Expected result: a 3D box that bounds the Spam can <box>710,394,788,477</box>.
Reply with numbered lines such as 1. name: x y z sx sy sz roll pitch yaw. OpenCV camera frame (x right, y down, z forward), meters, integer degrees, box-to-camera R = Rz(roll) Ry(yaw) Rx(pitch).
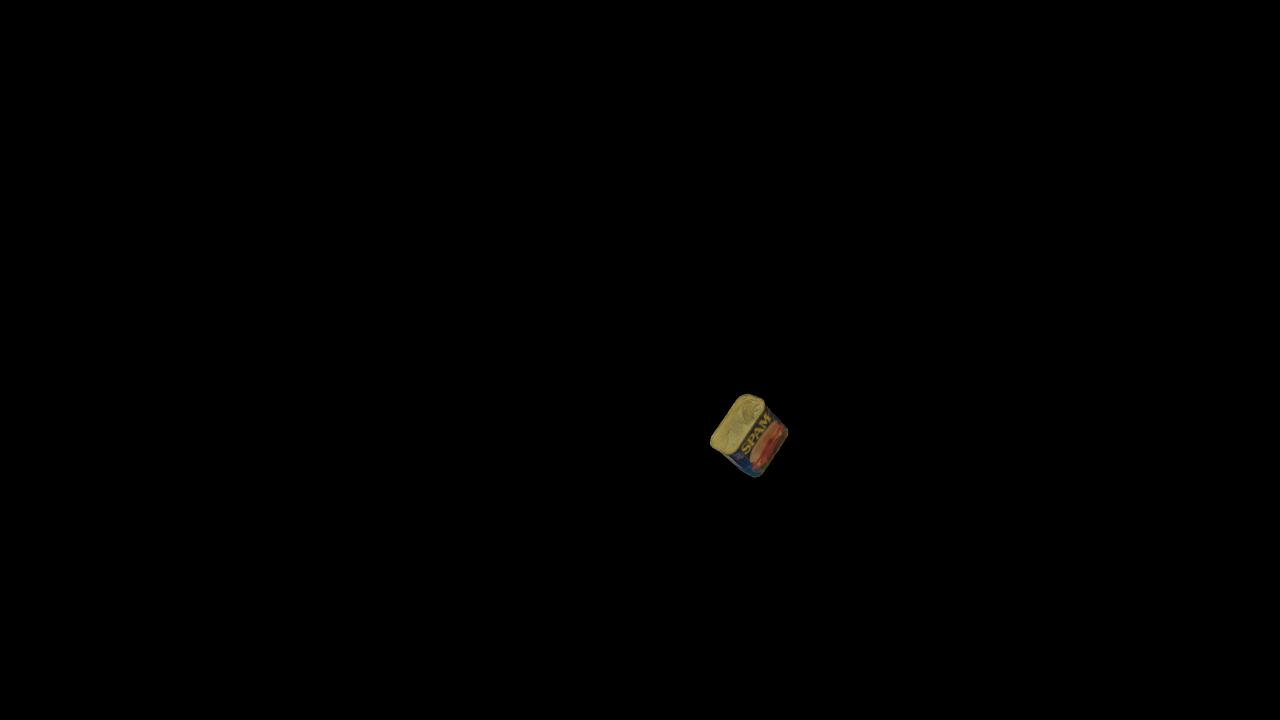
1. Spam can: 0.169 0.117 0.940 0.085 0.101 0.058 43 -11 -36
